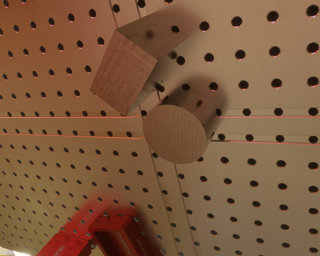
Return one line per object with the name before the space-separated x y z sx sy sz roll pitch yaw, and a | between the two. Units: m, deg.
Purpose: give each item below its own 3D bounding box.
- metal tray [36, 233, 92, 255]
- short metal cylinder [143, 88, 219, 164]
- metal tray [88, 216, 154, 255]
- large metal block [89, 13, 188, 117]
metal tray | -0.214 0.279 0.629 0.090 0.131 0.030 5 120 26
short metal cylinder | 0.026 -0.003 0.379 0.080 0.050 0.079 13 124 21
metal tray | -0.068 0.226 0.583 0.090 0.030 0.129 -13 112 33
large metal block | -0.023 -0.071 0.344 0.050 0.080 0.080 37 129 3
